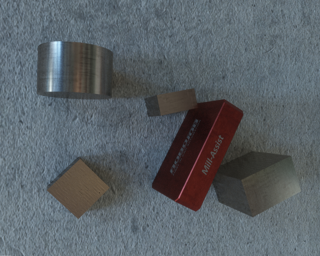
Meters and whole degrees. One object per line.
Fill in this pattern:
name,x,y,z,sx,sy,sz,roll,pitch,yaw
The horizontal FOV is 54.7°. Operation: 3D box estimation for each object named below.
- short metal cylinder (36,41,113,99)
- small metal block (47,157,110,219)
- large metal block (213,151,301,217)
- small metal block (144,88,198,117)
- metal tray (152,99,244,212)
short metal cylinder,-0.094,-0.061,0.345,0.081,0.080,0.050,2,90,-20
small metal block,-0.098,0.071,0.373,0.050,0.025,0.050,-45,104,-14
large metal block,0.128,0.072,0.427,0.081,0.080,0.050,-21,97,-19
small metal block,0.013,-0.032,0.401,0.050,0.050,0.025,-13,95,-20
metal tray,0.044,0.030,0.390,0.030,0.090,0.130,30,80,-18
